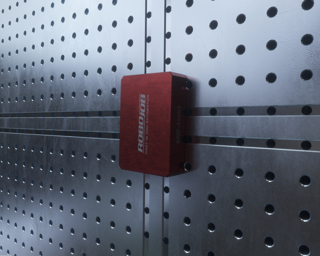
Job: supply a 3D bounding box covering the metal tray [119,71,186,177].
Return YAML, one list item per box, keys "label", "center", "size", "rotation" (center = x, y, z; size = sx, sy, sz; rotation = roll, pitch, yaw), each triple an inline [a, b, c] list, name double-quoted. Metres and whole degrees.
- label: "metal tray"
  center: [-0.012, -0.006, 0.413]
  size: [0.090, 0.030, 0.129]
  rotation: [3, 92, 39]
